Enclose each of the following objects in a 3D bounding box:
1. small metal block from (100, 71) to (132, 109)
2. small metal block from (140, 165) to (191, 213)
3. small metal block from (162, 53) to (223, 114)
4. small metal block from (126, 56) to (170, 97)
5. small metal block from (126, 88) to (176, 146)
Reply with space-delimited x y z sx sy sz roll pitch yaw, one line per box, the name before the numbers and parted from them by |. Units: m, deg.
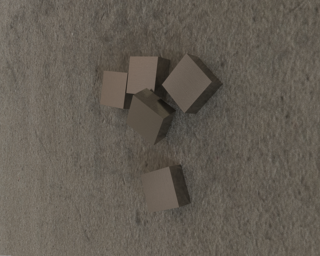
small metal block | -0.058 -0.055 0.451 0.050 0.025 0.050 13 98 39
small metal block | 0.007 0.078 0.398 0.050 0.025 0.050 -22 76 37
small metal block | 0.038 -0.052 0.372 0.050 0.025 0.050 -50 61 28
small metal block | -0.016 -0.069 0.416 0.050 0.025 0.050 11 97 39
small metal block | -0.013 -0.014 0.396 0.050 0.025 0.050 39 137 18
